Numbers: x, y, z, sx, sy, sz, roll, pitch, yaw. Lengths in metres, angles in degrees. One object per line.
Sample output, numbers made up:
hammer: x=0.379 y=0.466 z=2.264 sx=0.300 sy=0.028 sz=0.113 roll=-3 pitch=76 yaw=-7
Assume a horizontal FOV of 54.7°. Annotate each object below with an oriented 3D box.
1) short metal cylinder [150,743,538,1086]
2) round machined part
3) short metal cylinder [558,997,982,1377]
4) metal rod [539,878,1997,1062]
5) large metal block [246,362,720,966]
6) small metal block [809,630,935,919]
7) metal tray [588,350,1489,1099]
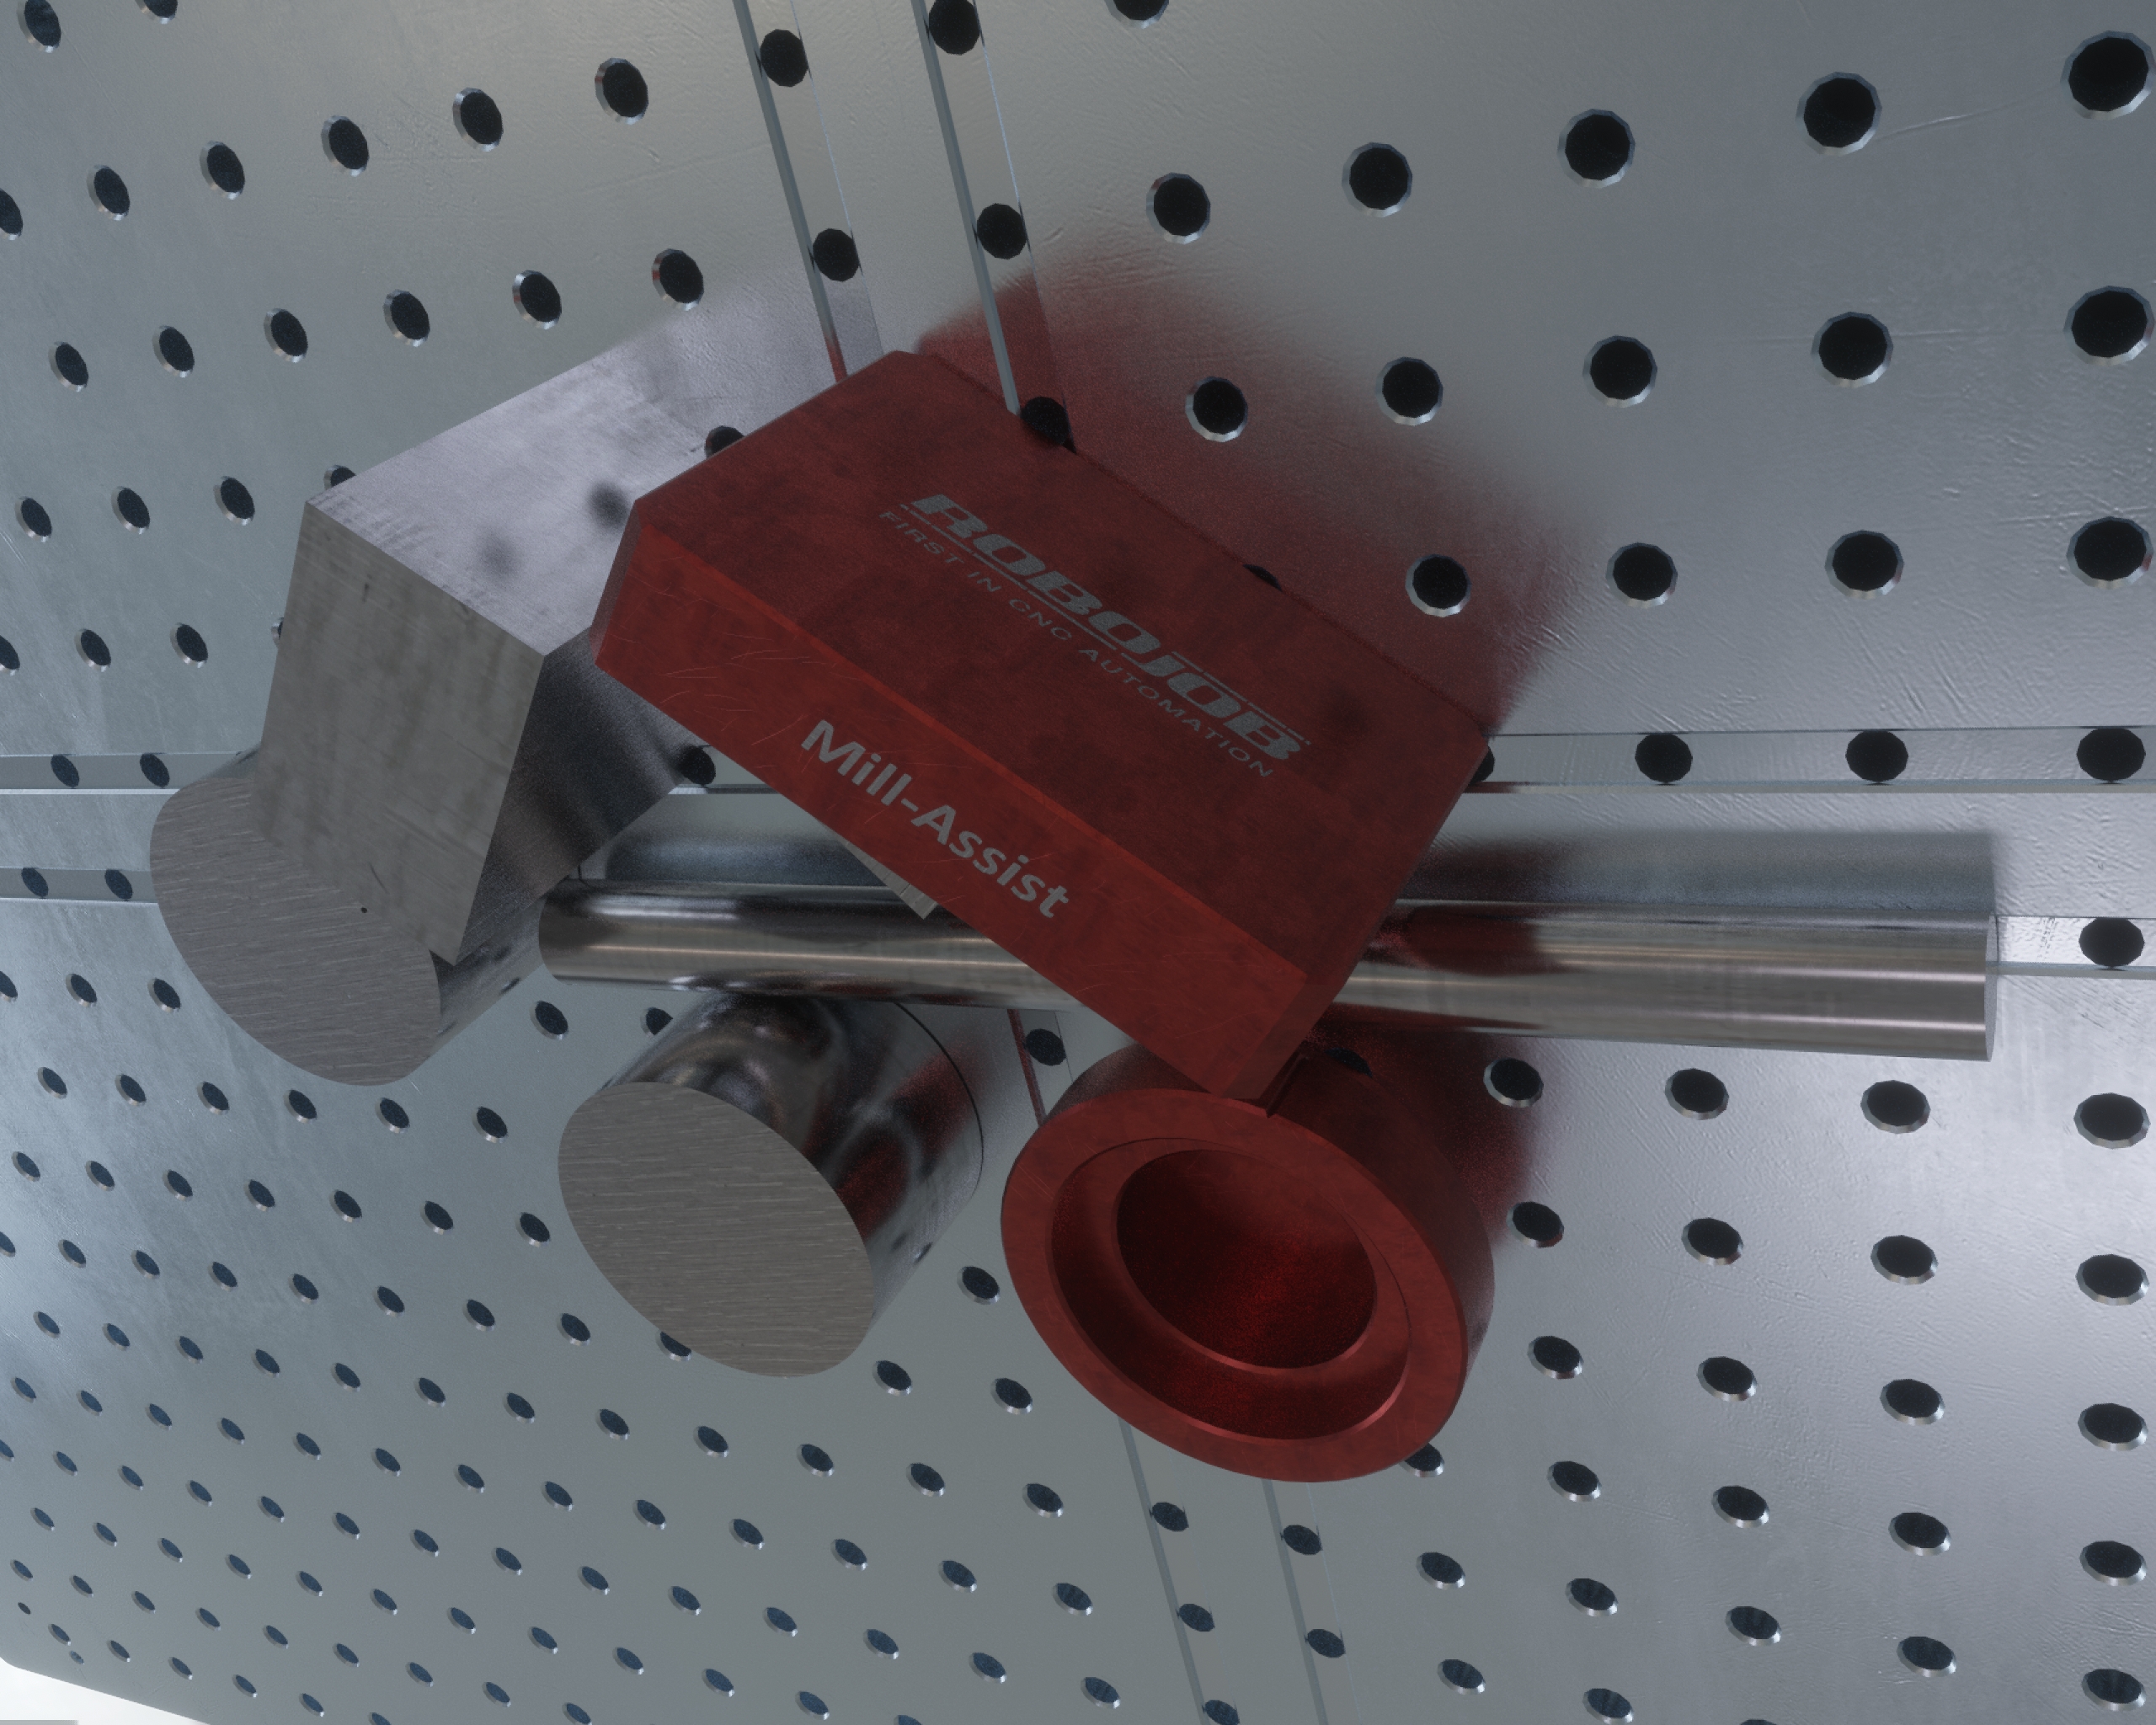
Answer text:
short metal cylinder: x=-0.164 y=0.005 z=0.484 sx=0.080 sy=0.050 sz=0.079 roll=13 pitch=124 yaw=21
round machined part: x=0.037 y=0.075 z=0.427 sx=0.098 sy=0.042 sz=0.097 roll=13 pitch=124 yaw=21
short metal cylinder: x=-0.069 y=0.069 z=0.474 sx=0.080 sy=0.050 sz=0.079 roll=13 pitch=124 yaw=21
metal rod: x=0.017 y=0.018 z=0.413 sx=0.300 sy=0.025 sz=0.025 roll=1 pitch=119 yaw=27
large metal block: x=-0.109 y=-0.040 z=0.409 sx=0.050 sy=0.080 sz=0.079 roll=33 pitch=129 yaw=6
small metal block: x=-0.030 y=-0.025 z=0.412 sx=0.050 sy=0.025 sz=0.050 roll=43 pitch=129 yaw=-2
metal tray: x=-0.003 y=-0.028 z=0.353 sx=0.130 sy=0.090 sz=0.030 roll=35 pitch=129 yaw=5
